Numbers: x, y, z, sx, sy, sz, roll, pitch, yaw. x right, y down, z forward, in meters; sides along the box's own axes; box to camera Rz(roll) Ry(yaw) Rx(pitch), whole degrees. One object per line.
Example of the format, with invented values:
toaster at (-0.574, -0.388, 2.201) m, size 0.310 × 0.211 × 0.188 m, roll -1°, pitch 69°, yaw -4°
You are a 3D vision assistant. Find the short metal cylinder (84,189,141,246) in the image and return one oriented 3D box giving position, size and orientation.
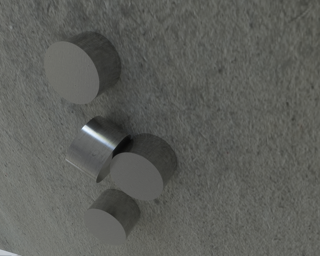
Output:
short metal cylinder at (-0.080, 0.150, 0.524) m, size 0.080 × 0.050 × 0.079 m, roll 13°, pitch 124°, yaw 20°

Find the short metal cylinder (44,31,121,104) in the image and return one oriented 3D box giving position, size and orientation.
short metal cylinder at (-0.097, -0.077, 0.393) m, size 0.080 × 0.050 × 0.079 m, roll 13°, pitch 124°, yaw 20°

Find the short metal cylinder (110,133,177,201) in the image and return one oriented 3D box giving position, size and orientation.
short metal cylinder at (-0.022, 0.054, 0.434) m, size 0.080 × 0.050 × 0.079 m, roll 13°, pitch 124°, yaw 20°

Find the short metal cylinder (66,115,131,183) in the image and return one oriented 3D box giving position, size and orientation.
short metal cylinder at (-0.084, 0.029, 0.432) m, size 0.050 × 0.080 × 0.079 m, roll 33°, pitch 129°, yaw 7°
